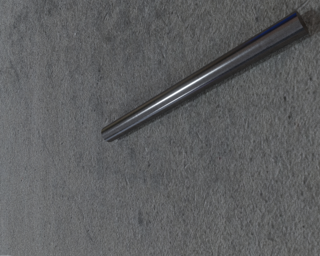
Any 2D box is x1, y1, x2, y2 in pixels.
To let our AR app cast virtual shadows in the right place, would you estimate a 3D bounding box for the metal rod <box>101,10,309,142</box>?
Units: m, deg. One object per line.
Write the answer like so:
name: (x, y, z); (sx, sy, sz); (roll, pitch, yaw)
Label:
metal rod: (0.028, -0.045, 0.382); (0.299, 0.025, 0.025); (-27, 73, 36)
